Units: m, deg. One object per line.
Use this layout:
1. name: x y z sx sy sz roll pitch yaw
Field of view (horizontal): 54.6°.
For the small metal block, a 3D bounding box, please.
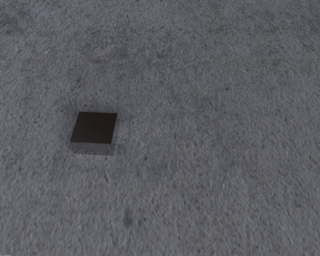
1. small metal block: -0.082 0.007 0.397 0.050 0.025 0.050 3 50 2
